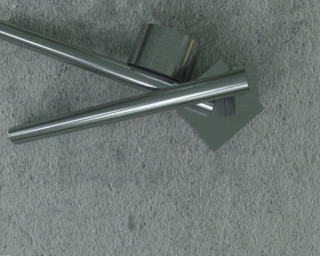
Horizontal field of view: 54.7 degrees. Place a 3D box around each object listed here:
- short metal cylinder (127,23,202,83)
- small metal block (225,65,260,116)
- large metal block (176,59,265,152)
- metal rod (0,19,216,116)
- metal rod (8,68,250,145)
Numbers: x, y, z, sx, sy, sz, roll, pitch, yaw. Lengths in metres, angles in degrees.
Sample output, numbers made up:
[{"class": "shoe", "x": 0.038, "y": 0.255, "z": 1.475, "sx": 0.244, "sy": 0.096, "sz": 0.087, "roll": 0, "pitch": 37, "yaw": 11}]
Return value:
[{"class": "short metal cylinder", "x": 0.005, "y": -0.087, "z": 0.385, "sx": 0.080, "sy": 0.080, "sz": 0.050, "roll": 21, "pitch": 90, "yaw": -1}, {"class": "small metal block", "x": 0.090, "y": -0.040, "z": 0.347, "sx": 0.025, "sy": 0.050, "sz": 0.050, "roll": -4, "pitch": 90, "yaw": 0}, {"class": "large metal block", "x": 0.070, "y": -0.028, "z": 0.398, "sx": 0.080, "sy": 0.050, "sz": 0.080, "roll": -41, "pitch": 90, "yaw": 1}, {"class": "metal rod", "x": -0.076, "y": -0.079, "z": 0.381, "sx": 0.301, "sy": 0.025, "sz": 0.025, "roll": 21, "pitch": 90, "yaw": 11}, {"class": "metal rod", "x": -0.052, "y": -0.019, "z": 0.357, "sx": 0.301, "sy": 0.025, "sz": 0.025, "roll": -12, "pitch": 90, "yaw": 20}]
